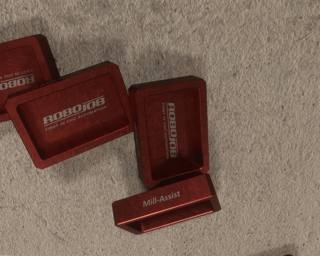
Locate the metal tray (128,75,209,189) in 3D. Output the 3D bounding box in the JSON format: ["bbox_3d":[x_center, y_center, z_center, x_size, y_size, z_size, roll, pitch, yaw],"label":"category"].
[{"bbox_3d":[0.014,0.005,0.393,0.091,0.030,0.129,-12,111,-18],"label":"metal tray"}]

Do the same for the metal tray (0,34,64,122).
[{"bbox_3d":[-0.193,-0.056,0.383,0.131,0.030,0.089,-13,110,4],"label":"metal tray"}]

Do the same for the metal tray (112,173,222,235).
[{"bbox_3d":[0.013,0.106,0.418,0.131,0.030,0.090,-18,151,6],"label":"metal tray"}]

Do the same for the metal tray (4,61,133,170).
[{"bbox_3d":[-0.101,-0.017,0.372,0.131,0.030,0.089,-23,114,-14],"label":"metal tray"}]
